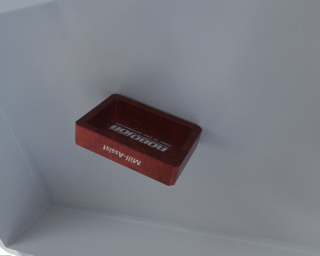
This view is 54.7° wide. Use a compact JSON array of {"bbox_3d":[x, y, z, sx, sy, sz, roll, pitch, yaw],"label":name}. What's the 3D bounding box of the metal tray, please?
[{"bbox_3d":[-0.024,0.009,0.379,0.130,0.090,0.030,22,127,13],"label":"metal tray"}]
